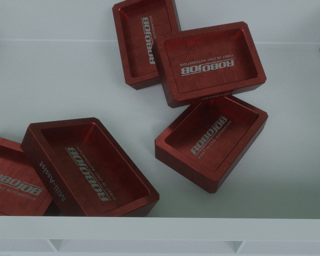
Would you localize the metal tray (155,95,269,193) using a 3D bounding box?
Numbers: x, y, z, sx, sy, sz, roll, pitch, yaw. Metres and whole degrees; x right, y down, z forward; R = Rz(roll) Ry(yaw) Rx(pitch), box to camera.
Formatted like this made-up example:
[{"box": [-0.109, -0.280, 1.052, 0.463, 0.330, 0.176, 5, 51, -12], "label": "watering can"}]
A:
[{"box": [0.066, 0.008, 0.395, 0.090, 0.030, 0.131, 31, 56, 23], "label": "metal tray"}]

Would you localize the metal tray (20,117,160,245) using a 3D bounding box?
[{"box": [-0.073, 0.045, 0.325, 0.091, 0.030, 0.130, -10, 50, -51], "label": "metal tray"}]

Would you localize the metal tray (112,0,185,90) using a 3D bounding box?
[{"box": [-0.014, -0.130, 0.453, 0.090, 0.030, 0.129, -14, 79, 15], "label": "metal tray"}]

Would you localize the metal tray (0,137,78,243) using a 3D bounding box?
[{"box": [-0.169, 0.062, 0.347, 0.131, 0.030, 0.090, 15, 51, 11], "label": "metal tray"}]

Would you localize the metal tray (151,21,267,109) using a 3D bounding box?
[{"box": [0.064, -0.084, 0.406, 0.131, 0.030, 0.090, -14, 80, -14], "label": "metal tray"}]
